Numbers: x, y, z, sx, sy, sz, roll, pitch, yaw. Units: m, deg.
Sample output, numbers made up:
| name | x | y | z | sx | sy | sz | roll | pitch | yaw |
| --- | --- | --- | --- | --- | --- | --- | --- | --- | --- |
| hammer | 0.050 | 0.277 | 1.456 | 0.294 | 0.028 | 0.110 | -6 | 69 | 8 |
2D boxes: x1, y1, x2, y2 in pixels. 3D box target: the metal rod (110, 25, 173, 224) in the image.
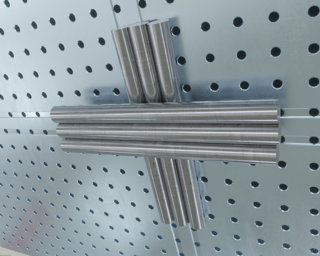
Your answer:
| name | x | y | z | sx | sy | sz | roll | pitch | yaw |
| --- | --- | --- | --- | --- | --- | --- | --- | --- | --- |
| metal rod | -0.016 | 0.013 | 0.429 | 0.025 | 0.025 | 0.298 | 2 | 119 | 27 |

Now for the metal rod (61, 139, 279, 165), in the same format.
| name | x | y | z | sx | sy | sz | roll | pitch | yaw |
| --- | --- | --- | --- | --- | --- | --- | --- | --- | --- |
| metal rod | -0.008 | 0.026 | 0.399 | 0.300 | 0.025 | 0.025 | 1 | 119 | 28 |

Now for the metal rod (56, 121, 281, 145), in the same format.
| name | x | y | z | sx | sy | sz | roll | pitch | yaw |
| --- | --- | --- | --- | --- | --- | --- | --- | --- | --- |
| metal rod | -0.010 | 0.004 | 0.387 | 0.300 | 0.025 | 0.025 | 1 | 119 | 28 |

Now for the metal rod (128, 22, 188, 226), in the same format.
| name | x | y | z | sx | sy | sz | roll | pitch | yaw |
| --- | --- | --- | --- | --- | --- | --- | --- | --- | --- |
| metal rod | 0.005 | 0.013 | 0.417 | 0.025 | 0.025 | 0.298 | 2 | 119 | 27 |

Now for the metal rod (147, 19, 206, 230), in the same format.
| name | x | y | z | sx | sy | sz | roll | pitch | yaw |
| --- | --- | --- | --- | --- | --- | --- | --- | --- | --- |
| metal rod | 0.028 | 0.014 | 0.406 | 0.025 | 0.025 | 0.298 | 2 | 119 | 27 |

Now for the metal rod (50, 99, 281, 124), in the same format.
| name | x | y | z | sx | sy | sz | roll | pitch | yaw |
| --- | --- | --- | --- | --- | --- | --- | --- | --- | --- |
| metal rod | -0.015 | -0.018 | 0.376 | 0.300 | 0.025 | 0.025 | 1 | 119 | 28 |
